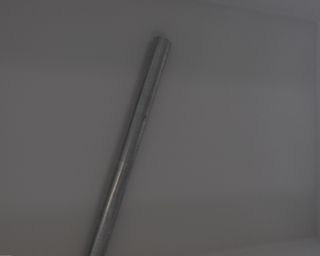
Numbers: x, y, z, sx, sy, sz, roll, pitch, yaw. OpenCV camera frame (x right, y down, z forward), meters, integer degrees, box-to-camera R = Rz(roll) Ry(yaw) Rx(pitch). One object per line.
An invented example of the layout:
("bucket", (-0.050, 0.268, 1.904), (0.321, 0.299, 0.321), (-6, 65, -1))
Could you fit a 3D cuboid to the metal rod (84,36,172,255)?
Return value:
("metal rod", (-0.040, 0.026, 0.395), (0.025, 0.025, 0.299), (19, 84, -19))
